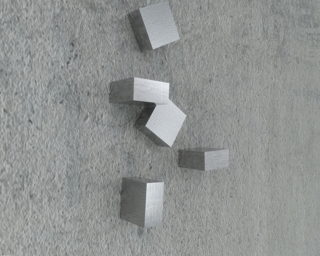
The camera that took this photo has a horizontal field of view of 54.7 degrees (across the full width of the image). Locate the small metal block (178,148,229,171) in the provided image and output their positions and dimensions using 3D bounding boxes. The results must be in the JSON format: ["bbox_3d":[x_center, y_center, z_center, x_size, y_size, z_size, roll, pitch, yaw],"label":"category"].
[{"bbox_3d":[0.062,0.043,0.440,0.050,0.050,0.025,-2,92,-40],"label":"small metal block"}]

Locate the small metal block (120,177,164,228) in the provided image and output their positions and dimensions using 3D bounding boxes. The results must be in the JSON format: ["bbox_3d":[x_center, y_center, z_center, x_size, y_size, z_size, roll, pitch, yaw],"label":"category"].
[{"bbox_3d":[-0.022,0.087,0.370,0.025,0.050,0.050,5,87,-40],"label":"small metal block"}]

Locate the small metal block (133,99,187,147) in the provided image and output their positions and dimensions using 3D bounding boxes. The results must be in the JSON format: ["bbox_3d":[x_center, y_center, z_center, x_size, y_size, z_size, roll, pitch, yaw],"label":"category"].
[{"bbox_3d":[0.001,-0.010,0.405,0.050,0.025,0.050,41,65,-32],"label":"small metal block"}]

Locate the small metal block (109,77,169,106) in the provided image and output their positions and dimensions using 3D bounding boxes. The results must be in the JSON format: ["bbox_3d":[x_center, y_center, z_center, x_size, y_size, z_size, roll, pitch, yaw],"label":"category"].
[{"bbox_3d":[-0.025,-0.041,0.367,0.050,0.050,0.025,3,89,-40],"label":"small metal block"}]

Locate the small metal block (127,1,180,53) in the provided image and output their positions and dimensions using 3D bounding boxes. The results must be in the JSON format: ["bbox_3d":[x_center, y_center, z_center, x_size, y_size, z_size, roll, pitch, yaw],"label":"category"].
[{"bbox_3d":[-0.007,-0.130,0.398,0.050,0.025,0.050,-32,110,-36],"label":"small metal block"}]
